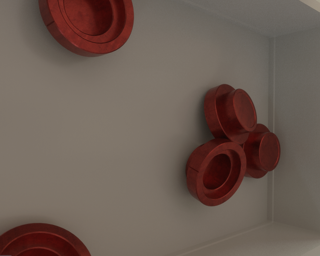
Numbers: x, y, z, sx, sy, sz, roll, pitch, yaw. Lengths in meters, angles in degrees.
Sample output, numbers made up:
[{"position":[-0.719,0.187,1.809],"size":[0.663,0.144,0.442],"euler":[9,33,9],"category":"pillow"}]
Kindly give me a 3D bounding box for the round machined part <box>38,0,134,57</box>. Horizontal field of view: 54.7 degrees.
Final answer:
[{"position":[-0.080,-0.124,0.330],"size":[0.099,0.042,0.097],"euler":[0,90,-40],"category":"round machined part"}]

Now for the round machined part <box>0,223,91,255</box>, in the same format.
[{"position":[-0.112,0.139,0.280],"size":[0.099,0.098,0.042],"euler":[9,124,-40],"category":"round machined part"}]

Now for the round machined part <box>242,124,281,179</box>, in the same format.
[{"position":[0.177,0.041,0.547],"size":[0.099,0.042,0.097],"euler":[0,90,-40],"category":"round machined part"}]

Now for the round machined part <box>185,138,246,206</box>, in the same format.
[{"position":[0.076,0.060,0.452],"size":[0.099,0.042,0.097],"euler":[-13,113,-32],"category":"round machined part"}]

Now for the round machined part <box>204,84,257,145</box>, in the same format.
[{"position":[0.114,-0.022,0.478],"size":[0.099,0.042,0.098],"euler":[20,61,-42],"category":"round machined part"}]
